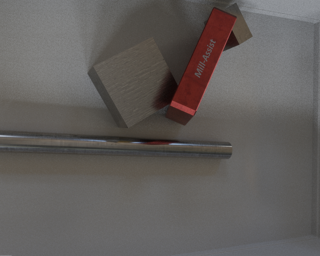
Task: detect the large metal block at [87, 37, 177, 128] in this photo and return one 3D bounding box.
[{"bbox_3d":[-0.031,-0.054,0.386,0.080,0.050,0.080,-32,101,-18],"label":"large metal block"}]

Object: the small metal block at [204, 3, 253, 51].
[{"bbox_3d":[0.094,-0.138,0.433,0.025,0.050,0.050,-34,101,-18],"label":"small metal block"}]

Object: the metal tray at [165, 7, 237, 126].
[{"bbox_3d":[0.049,-0.072,0.392,0.030,0.090,0.130,24,82,1],"label":"metal tray"}]

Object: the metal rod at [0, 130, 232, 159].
[{"bbox_3d":[-0.044,0.023,0.395,0.302,0.025,0.025,4,89,-21],"label":"metal rod"}]
